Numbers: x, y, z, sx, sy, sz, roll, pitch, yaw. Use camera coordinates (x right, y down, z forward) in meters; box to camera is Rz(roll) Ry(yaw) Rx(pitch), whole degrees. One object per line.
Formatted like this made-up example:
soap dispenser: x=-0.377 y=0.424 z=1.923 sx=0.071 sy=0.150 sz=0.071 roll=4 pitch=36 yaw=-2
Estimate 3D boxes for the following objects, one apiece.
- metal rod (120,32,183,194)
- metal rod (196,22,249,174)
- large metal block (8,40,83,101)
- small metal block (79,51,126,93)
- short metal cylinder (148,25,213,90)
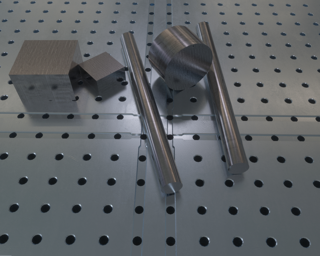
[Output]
metal rod: x=-0.022 y=-0.044 z=0.443 sx=0.025 sy=0.025 sz=0.300 roll=-10 pitch=51 yaw=-9
metal rod: x=0.085 y=-0.066 z=0.463 sx=0.025 sy=0.025 sz=0.300 roll=-2 pitch=50 yaw=-2
large metal block: x=-0.165 y=-0.087 z=0.463 sx=0.081 sy=0.050 sz=0.080 roll=0 pitch=50 yaw=-1
small metal block: x=-0.089 y=-0.087 z=0.480 sx=0.050 sy=0.025 sz=0.050 roll=-33 pitch=58 yaw=-25
short metal cylinder: x=0.030 y=-0.103 z=0.459 sx=0.081 sy=0.080 sz=0.050 roll=-22 pitch=54 yaw=-18
